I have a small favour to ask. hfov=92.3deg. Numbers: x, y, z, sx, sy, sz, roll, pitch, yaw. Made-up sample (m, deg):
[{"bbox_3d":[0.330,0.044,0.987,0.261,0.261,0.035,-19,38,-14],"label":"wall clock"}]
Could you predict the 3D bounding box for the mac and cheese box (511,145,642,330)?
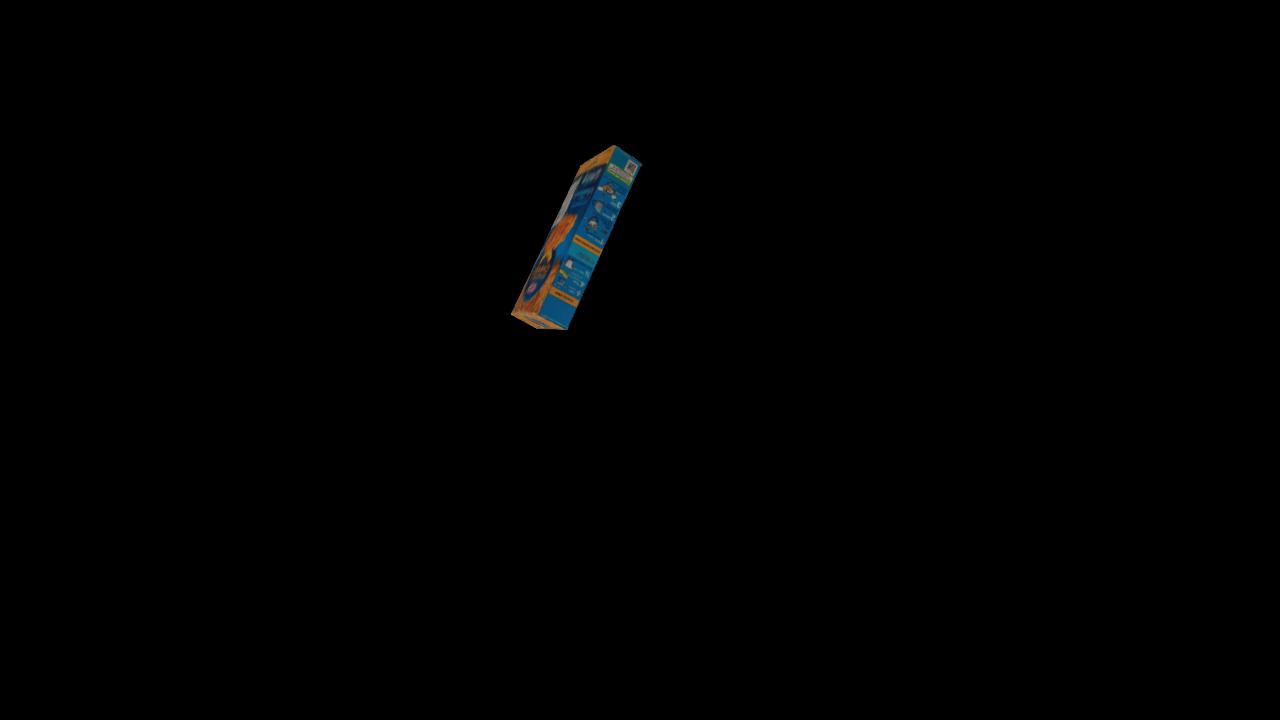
[{"bbox_3d":[-0.067,-0.121,0.629,0.041,0.184,0.093,28,-9,-27],"label":"mac and cheese box"}]
